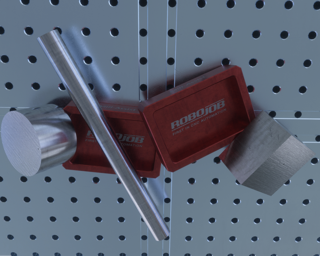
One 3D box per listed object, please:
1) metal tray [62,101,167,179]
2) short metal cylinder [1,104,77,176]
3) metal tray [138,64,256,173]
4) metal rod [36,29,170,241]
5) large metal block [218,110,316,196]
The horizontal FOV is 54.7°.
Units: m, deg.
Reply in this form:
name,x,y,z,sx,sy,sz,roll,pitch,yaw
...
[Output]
name,x,y,z,sx,sy,sz,roll,pitch,yaw
metal tray,-0.061,0.016,0.415,0.131,0.030,0.089,6,110,-3
short metal cylinder,-0.150,0.013,0.384,0.080,0.050,0.079,10,109,33
metal tray,0.050,-0.013,0.386,0.131,0.030,0.090,-25,109,-9
metal rod,-0.061,0.023,0.389,0.025,0.025,0.299,-24,109,8
large metal block,0.137,0.035,0.395,0.080,0.050,0.080,25,112,-42
